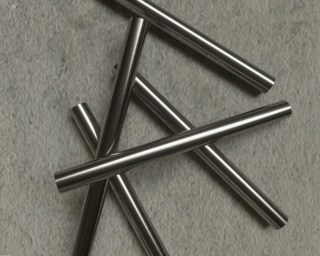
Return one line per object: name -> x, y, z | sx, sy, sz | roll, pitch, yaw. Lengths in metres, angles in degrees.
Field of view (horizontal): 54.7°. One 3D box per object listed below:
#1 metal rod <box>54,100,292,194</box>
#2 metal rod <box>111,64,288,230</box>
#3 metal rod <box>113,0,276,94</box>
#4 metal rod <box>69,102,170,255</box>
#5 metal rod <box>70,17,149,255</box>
metal rod -> 0.027, 0.018, 0.379 | 0.302, 0.025, 0.025 | -17, 90, -13
metal rod -> 0.053, 0.021, 0.410 | 0.300, 0.025, 0.025 | 44, 90, -1
metal rod -> 0.018, -0.135, 0.410 | 0.301, 0.025, 0.025 | 32, 90, -1
metal rod -> -0.037, 0.103, 0.409 | 0.025, 0.025, 0.299 | -28, 90, 0
metal rod -> -0.062, 0.012, 0.383 | 0.025, 0.025, 0.298 | 14, 90, -1
